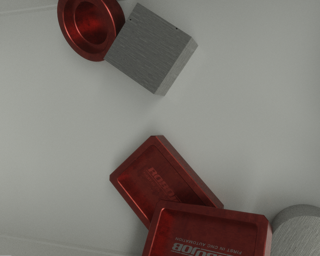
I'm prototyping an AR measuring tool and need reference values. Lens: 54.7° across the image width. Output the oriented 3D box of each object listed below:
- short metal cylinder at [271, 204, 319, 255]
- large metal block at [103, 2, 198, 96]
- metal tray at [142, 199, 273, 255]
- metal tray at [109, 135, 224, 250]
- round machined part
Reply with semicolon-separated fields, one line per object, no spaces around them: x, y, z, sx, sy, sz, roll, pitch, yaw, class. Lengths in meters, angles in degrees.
0.163;0.130;0.340;0.080;0.050;0.079;0;90;19;short metal cylinder
-0.010;-0.097;0.397;0.080;0.050;0.080;36;101;11;large metal block
0.048;0.133;0.335;0.130;0.030;0.090;1;60;30;metal tray
0.007;0.084;0.404;0.090;0.030;0.130;-44;77;14;metal tray
-0.086;-0.142;0.415;0.098;0.042;0.097;19;131;24;round machined part
